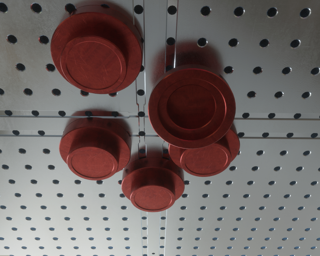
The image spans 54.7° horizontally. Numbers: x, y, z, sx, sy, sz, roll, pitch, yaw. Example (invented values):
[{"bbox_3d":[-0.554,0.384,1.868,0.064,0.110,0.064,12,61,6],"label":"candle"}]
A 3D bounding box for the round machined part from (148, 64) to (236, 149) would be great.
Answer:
[{"bbox_3d":[0.037,-0.027,0.367,0.099,0.042,0.097,1,115,3],"label":"round machined part"}]

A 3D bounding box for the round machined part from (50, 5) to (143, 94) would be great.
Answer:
[{"bbox_3d":[-0.068,-0.076,0.334,0.099,0.042,0.097,0,130,0],"label":"round machined part"}]

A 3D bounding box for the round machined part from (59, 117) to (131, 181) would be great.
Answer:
[{"bbox_3d":[-0.090,0.036,0.430,0.099,0.042,0.097,-1,130,0],"label":"round machined part"}]

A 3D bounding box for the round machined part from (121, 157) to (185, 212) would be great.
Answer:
[{"bbox_3d":[-0.011,0.094,0.481,0.099,0.042,0.097,-1,130,0],"label":"round machined part"}]

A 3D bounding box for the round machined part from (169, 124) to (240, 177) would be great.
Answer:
[{"bbox_3d":[0.061,0.030,0.427,0.099,0.042,0.097,-1,130,0],"label":"round machined part"}]
